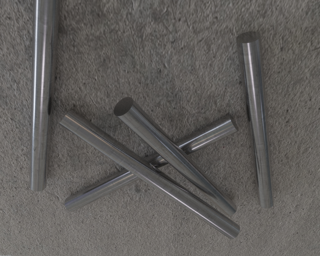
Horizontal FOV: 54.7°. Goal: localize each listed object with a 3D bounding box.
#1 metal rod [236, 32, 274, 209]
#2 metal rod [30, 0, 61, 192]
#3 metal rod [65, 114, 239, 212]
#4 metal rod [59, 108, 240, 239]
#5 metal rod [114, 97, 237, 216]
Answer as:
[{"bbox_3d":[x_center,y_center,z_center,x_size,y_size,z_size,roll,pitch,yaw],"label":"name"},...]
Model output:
[{"bbox_3d":[0.134,0.014,0.419,0.025,0.025,0.299,-13,129,10],"label":"metal rod"},{"bbox_3d":[-0.148,-0.021,0.387,0.025,0.025,0.298,12,129,-10],"label":"metal rod"},{"bbox_3d":[-0.026,0.060,0.457,0.300,0.025,0.025,-29,125,22],"label":"metal rod"},{"bbox_3d":[-0.004,0.071,0.431,0.301,0.025,0.025,37,122,-16],"label":"metal rod"},{"bbox_3d":[0.040,0.057,0.425,0.025,0.025,0.300,-26,135,20],"label":"metal rod"}]
